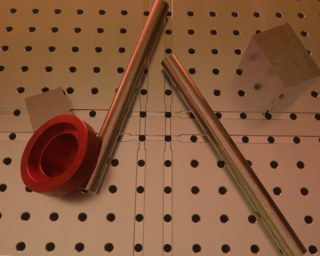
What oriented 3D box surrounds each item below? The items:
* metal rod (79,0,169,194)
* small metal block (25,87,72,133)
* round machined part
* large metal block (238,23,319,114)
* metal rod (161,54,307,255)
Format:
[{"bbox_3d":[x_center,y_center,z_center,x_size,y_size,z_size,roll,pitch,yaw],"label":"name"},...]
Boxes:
[{"bbox_3d":[-0.044,-0.057,0.431,0.025,0.025,0.299,17,71,6],"label":"metal rod"},{"bbox_3d":[-0.147,-0.021,0.418,0.050,0.025,0.050,-20,71,-8],"label":"small metal block"},{"bbox_3d":[-0.115,0.036,0.375,0.098,0.042,0.098,-13,59,22],"label":"round machined part"},{"bbox_3d":[0.154,-0.076,0.412,0.050,0.080,0.080,-21,72,-8],"label":"large metal block"},{"bbox_3d":[0.086,0.025,0.403,0.025,0.025,0.299,-28,73,-10],"label":"metal rod"}]
